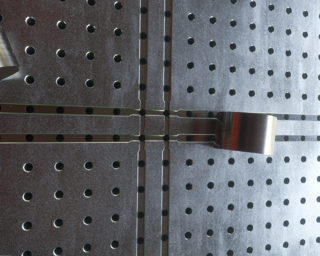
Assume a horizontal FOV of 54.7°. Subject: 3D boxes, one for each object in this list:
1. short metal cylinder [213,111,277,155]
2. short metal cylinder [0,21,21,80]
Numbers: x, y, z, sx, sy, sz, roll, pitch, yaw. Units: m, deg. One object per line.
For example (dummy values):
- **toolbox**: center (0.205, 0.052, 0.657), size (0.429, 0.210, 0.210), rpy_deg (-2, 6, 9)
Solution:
- **short metal cylinder**: center (0.117, 0.008, 0.428), size (0.081, 0.080, 0.050), rpy_deg (7, 88, -20)
- **short metal cylinder**: center (-0.192, -0.072, 0.312), size (0.081, 0.080, 0.050), rpy_deg (-23, 98, -19)
